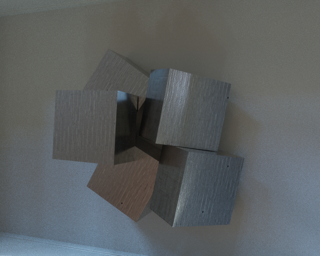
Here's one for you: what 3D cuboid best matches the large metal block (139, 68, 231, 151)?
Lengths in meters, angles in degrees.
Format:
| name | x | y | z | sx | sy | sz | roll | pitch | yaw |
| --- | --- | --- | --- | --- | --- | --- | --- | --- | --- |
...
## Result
| name | x | y | z | sx | sy | sz | roll | pitch | yaw |
| --- | --- | --- | --- | --- | --- | --- | --- | --- | --- |
| large metal block | 0.028 | -0.021 | 0.362 | 0.081 | 0.050 | 0.079 | 9 | 94 | -26 |

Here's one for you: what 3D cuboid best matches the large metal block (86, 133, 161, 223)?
| name | x | y | z | sx | sy | sz | roll | pitch | yaw |
| --- | --- | --- | --- | --- | --- | --- | --- | --- | --- |
| large metal block | -0.034 | 0.060 | 0.404 | 0.080 | 0.050 | 0.080 | 31 | 100 | 17 |

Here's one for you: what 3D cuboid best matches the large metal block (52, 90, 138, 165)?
| name | x | y | z | sx | sy | sz | roll | pitch | yaw |
| --- | --- | --- | --- | --- | --- | --- | --- | --- | --- |
| large metal block | -0.076 | -0.002 | 0.367 | 0.080 | 0.050 | 0.079 | 3 | 90 | 20 |

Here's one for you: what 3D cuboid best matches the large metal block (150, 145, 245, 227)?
| name | x | y | z | sx | sy | sz | roll | pitch | yaw |
| --- | --- | --- | --- | --- | --- | --- | --- | --- | --- |
| large metal block | 0.042 | 0.064 | 0.357 | 0.050 | 0.081 | 0.079 | 18 | 97 | 58 |

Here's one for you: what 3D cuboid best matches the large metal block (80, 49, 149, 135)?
| name | x | y | z | sx | sy | sz | roll | pitch | yaw |
| --- | --- | --- | --- | --- | --- | --- | --- | --- | --- |
| large metal block | -0.049 | -0.045 | 0.412 | 0.080 | 0.050 | 0.080 | 38 | 102 | 15 |
